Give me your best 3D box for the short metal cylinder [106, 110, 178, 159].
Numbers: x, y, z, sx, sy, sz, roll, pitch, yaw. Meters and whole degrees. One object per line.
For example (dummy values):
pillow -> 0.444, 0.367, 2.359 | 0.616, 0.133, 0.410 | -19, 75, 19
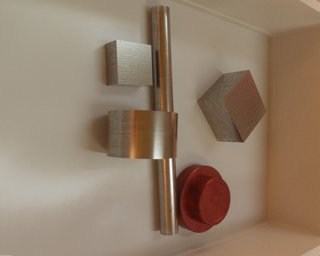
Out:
short metal cylinder -> -0.020, 0.007, 0.356 | 0.081, 0.080, 0.050 | 3, 88, -40

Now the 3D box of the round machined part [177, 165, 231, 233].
round machined part -> 0.066, 0.104, 0.454 | 0.099, 0.042, 0.097 | 0, 90, -40

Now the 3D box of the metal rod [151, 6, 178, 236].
metal rod -> 0.006, -0.008, 0.413 | 0.025, 0.025, 0.298 | -4, 93, -40

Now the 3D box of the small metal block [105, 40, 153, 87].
small metal block -> -0.037, -0.076, 0.377 | 0.050, 0.025, 0.050 | -4, 93, -40

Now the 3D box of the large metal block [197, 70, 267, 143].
large metal block -> 0.116, -0.034, 0.490 | 0.080, 0.050, 0.080 | -46, 118, -30
